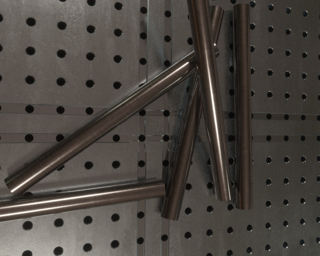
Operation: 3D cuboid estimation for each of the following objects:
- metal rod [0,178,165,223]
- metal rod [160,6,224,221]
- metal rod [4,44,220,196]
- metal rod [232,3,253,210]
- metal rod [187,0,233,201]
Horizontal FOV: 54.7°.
[{"bbox_3d":[-0.139,0.090,0.361,0.303,0.025,0.025,-4,92,-20],"label":"metal rod"},{"bbox_3d":[0.046,-0.024,0.430,0.025,0.025,0.298,15,85,-20],"label":"metal rod"},{"bbox_3d":[-0.049,-0.019,0.382,0.301,0.025,0.025,-36,102,-12],"label":"metal rod"},{"bbox_3d":[0.123,-0.031,0.459,0.025,0.025,0.298,-1,91,-20],"label":"metal rod"},{"bbox_3d":[0.066,-0.038,0.399,0.025,0.025,0.298,-19,111,-19],"label":"metal rod"}]
